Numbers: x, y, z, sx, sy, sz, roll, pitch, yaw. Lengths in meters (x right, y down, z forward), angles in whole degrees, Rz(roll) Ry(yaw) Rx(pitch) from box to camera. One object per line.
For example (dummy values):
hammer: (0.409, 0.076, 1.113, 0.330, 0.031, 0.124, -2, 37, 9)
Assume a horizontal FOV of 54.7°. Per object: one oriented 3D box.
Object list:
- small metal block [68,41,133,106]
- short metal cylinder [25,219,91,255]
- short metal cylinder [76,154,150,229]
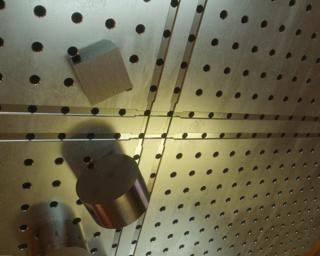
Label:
small metal block: (-0.064, -0.060, 0.339, 0.050, 0.025, 0.050, -27, 128, -12)
short metal cylinder: (-0.140, 0.174, 0.426, 0.081, 0.050, 0.079, -14, 124, -21)
short metal cylinder: (-0.058, 0.079, 0.393, 0.080, 0.080, 0.050, -27, 128, -12)
